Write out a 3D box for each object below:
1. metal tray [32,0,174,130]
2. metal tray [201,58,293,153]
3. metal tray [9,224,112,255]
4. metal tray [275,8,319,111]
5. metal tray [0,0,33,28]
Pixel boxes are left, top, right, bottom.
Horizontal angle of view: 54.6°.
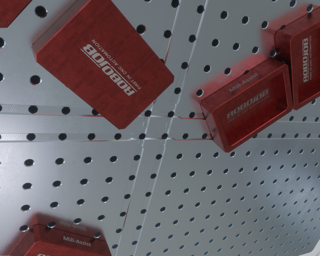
[{"bbox_3d":[-0.055,-0.068,0.335,0.090,0.030,0.130,-44,129,2],"label":"metal tray"},{"bbox_3d":[0.132,-0.032,0.458,0.130,0.030,0.090,-32,129,-7],"label":"metal tray"},{"bbox_3d":[-0.146,0.196,0.448,0.130,0.030,0.090,33,100,-38],"label":"metal tray"},{"bbox_3d":[0.224,-0.101,0.466,0.090,0.030,0.130,-30,129,-9],"label":"metal tray"},{"bbox_3d":[-0.147,-0.154,0.232,0.090,0.030,0.130,-46,129,4],"label":"metal tray"}]
